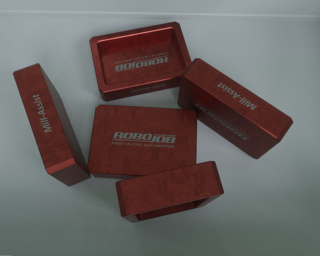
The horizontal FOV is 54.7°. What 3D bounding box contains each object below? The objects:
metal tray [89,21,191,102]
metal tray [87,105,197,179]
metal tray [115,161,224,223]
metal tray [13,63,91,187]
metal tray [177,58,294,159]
[{"bbox_3d":[-0.026,-0.095,0.440,0.131,0.030,0.090,-12,71,-5],"label":"metal tray"},{"bbox_3d":[-0.020,0.020,0.396,0.131,0.030,0.090,3,70,1],"label":"metal tray"},{"bbox_3d":[0.008,0.072,0.325,0.091,0.130,0.030,-12,71,-5],"label":"metal tray"},{"bbox_3d":[-0.127,-0.001,0.372,0.030,0.090,0.130,-23,72,-9],"label":"metal tray"},{"bbox_3d":[0.084,-0.020,0.381,0.130,0.090,0.030,36,75,12],"label":"metal tray"}]
